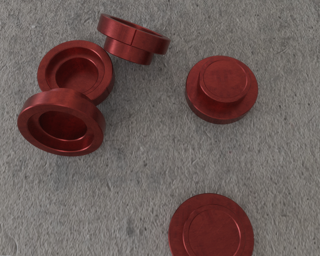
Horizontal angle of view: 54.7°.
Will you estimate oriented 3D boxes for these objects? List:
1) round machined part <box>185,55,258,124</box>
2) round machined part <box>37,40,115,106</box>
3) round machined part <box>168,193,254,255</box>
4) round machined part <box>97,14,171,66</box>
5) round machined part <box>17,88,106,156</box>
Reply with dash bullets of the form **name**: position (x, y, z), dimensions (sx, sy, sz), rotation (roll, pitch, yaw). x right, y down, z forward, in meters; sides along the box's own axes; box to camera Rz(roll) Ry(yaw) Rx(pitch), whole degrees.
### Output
- **round machined part**: position (0.084, -0.057, 0.420), dimensions (0.099, 0.042, 0.098), rotation (0, 70, 0)
- **round machined part**: position (-0.110, -0.067, 0.423), dimensions (0.099, 0.042, 0.098), rotation (0, 70, 0)
- **round machined part**: position (0.059, 0.124, 0.354), dimensions (0.099, 0.042, 0.098), rotation (0, 70, 0)
- **round machined part**: position (-0.038, -0.117, 0.422), dimensions (0.098, 0.098, 0.042), rotation (25, 109, 8)
- **round machined part**: position (-0.115, -0.010, 0.376), dimensions (0.099, 0.097, 0.042), rotation (2, 50, 1)
